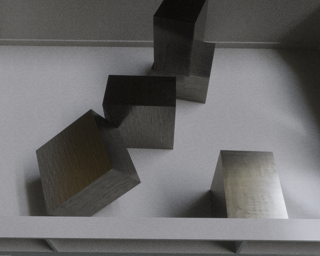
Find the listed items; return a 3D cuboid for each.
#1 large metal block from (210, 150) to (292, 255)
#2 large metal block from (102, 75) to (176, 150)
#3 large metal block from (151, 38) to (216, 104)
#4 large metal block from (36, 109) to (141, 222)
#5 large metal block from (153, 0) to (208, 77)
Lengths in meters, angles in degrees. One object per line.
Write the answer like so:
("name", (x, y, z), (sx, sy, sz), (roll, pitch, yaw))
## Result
("large metal block", (0.082, 0.078, 0.305), (0.050, 0.080, 0.080), (2, 50, 1))
("large metal block", (-0.022, -0.018, 0.384), (0.081, 0.080, 0.050), (2, 50, 1))
("large metal block", (0.036, -0.088, 0.463), (0.080, 0.050, 0.080), (10, 51, 7))
("large metal block", (-0.079, 0.041, 0.332), (0.080, 0.050, 0.080), (-35, 53, 10))
("large metal block", (0.028, -0.129, 0.413), (0.050, 0.080, 0.080), (14, 51, 11))
